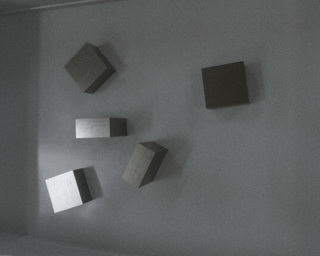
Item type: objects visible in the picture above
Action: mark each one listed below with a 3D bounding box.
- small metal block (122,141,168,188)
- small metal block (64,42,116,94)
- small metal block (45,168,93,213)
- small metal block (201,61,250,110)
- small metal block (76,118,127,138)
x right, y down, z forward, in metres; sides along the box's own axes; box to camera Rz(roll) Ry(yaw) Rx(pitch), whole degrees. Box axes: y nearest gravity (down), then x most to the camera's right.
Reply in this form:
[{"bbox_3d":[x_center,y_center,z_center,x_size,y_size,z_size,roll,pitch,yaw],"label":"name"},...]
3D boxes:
[{"bbox_3d":[-0.018,0.046,0.403,0.025,0.050,0.050,28,99,17],"label":"small metal block"},{"bbox_3d":[-0.100,-0.085,0.445,0.050,0.025,0.050,-42,77,15],"label":"small metal block"},{"bbox_3d":[-0.134,0.092,0.456,0.050,0.025,0.050,-21,83,18],"label":"small metal block"},{"bbox_3d":[0.081,-0.051,0.382,0.050,0.025,0.050,-7,88,19],"label":"small metal block"},{"bbox_3d":[-0.079,0.000,0.424,0.050,0.050,0.025,-2,89,19],"label":"small metal block"}]
